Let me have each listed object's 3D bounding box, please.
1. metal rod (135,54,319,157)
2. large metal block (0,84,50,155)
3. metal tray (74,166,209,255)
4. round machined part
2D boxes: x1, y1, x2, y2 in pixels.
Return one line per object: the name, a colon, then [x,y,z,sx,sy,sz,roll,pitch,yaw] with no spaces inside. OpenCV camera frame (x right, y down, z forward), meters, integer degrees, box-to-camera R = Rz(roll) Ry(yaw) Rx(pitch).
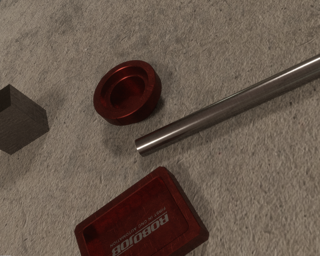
metal rod: [0.107,-0.036,0.369,0.301,0.025,0.025,-25,53,12]
large metal block: [-0.241,-0.011,0.499,0.080,0.080,0.050,-31,52,8]
metal tray: [-0.024,0.115,0.341,0.130,0.030,0.090,-36,51,4]
round machined part: [-0.042,-0.045,0.441,0.098,0.042,0.098,-13,56,20]
